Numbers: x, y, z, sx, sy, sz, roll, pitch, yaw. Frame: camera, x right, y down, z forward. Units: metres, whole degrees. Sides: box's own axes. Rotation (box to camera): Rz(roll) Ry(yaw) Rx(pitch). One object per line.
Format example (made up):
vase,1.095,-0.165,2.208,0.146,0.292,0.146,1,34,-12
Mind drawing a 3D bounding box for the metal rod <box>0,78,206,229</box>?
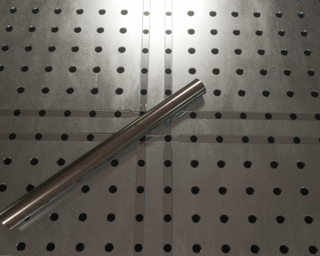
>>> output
metal rod,-0.064,0.026,0.401,0.301,0.025,0.025,-35,74,-12
